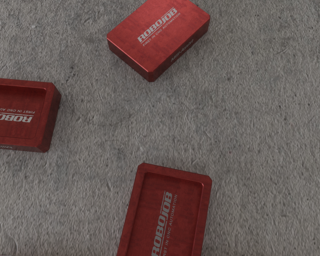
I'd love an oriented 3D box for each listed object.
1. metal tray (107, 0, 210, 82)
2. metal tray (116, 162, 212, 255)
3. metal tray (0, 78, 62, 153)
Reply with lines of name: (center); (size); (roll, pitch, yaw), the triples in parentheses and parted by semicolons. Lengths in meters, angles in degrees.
metal tray: (-0.001, -0.141, 0.457); (0.090, 0.030, 0.130); (41, 75, 13)
metal tray: (0.006, 0.114, 0.363); (0.090, 0.030, 0.130); (11, 70, 4)
metal tray: (-0.207, -0.019, 0.410); (0.131, 0.030, 0.090); (5, 70, 2)
